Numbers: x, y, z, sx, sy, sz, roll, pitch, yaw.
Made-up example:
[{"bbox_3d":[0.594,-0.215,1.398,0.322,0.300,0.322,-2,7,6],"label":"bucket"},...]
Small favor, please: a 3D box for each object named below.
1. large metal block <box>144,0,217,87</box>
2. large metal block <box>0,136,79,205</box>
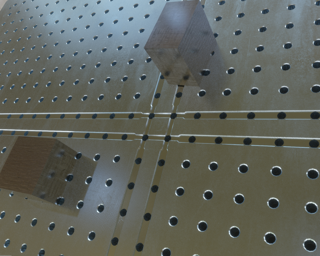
[{"bbox_3d":[0.032,-0.115,0.427,0.050,0.080,0.080,10,67,32],"label":"large metal block"},{"bbox_3d":[-0.178,0.060,0.450,0.080,0.050,0.080,3,63,29],"label":"large metal block"}]
